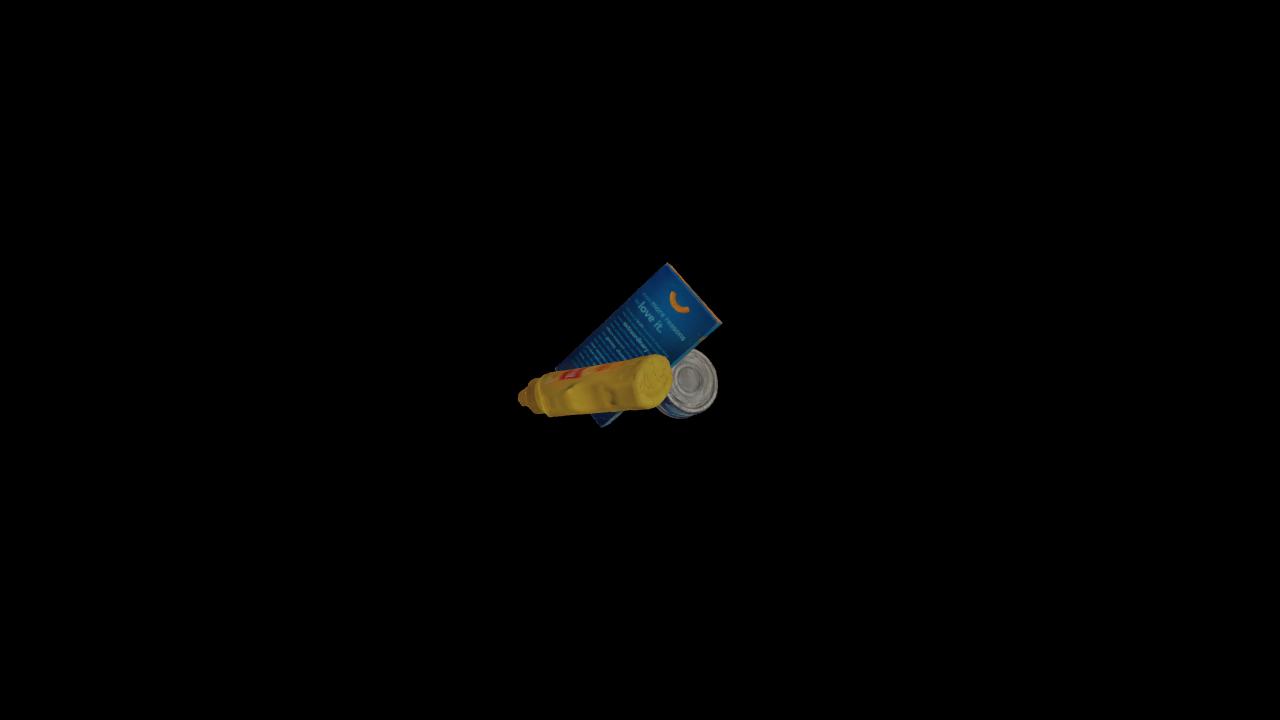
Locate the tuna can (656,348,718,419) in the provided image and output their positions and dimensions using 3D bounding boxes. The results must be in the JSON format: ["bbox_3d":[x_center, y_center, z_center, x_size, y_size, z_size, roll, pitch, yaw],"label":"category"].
[{"bbox_3d":[0.052,0.027,0.738,0.084,0.084,0.034,0,-14,-29],"label":"tuna can"}]

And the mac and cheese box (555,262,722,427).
[{"bbox_3d":[-0.004,-0.016,0.715,0.184,0.093,0.041,-42,-10,14],"label":"mac and cheese box"}]

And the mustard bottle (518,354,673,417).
[{"bbox_3d":[-0.062,0.034,0.690,0.184,0.054,0.092,-9,18,29],"label":"mustard bottle"}]
